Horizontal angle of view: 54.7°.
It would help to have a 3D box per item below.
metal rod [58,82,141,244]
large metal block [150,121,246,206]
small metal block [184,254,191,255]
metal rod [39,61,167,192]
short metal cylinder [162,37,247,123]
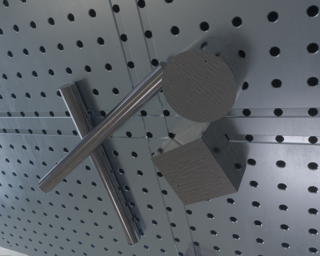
[{"bbox_3d":[-0.090,0.070,0.501,0.025,0.025,0.298,-4,117,30],"label":"metal rod"},{"bbox_3d":[0.050,0.045,0.397,0.080,0.050,0.080,-26,105,37],"label":"large metal block"},{"bbox_3d":[0.061,0.252,0.535,0.050,0.025,0.050,12,124,21],"label":"small metal block"},{"bbox_3d":[-0.090,0.013,0.440,0.025,0.025,0.299,47,120,-5],"label":"metal rod"},{"bbox_3d":[0.049,-0.053,0.337,0.080,0.050,0.079,13,124,21],"label":"short metal cylinder"}]
